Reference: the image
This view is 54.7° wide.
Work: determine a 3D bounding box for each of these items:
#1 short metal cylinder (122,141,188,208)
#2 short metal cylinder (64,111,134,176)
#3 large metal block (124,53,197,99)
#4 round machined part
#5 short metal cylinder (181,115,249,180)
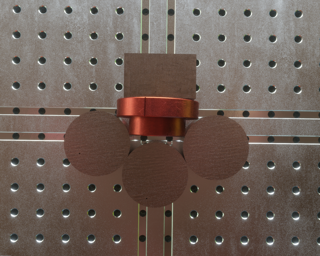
[{"bbox_3d":[-0.006,0.057,0.401,0.081,0.050,0.079,0,90,0],"label":"short metal cylinder"},{"bbox_3d":[-0.076,0.019,0.400,0.081,0.050,0.079,0,90,0],"label":"short metal cylinder"},{"bbox_3d":[0.000,-0.058,0.385,0.081,0.080,0.050,1,90,0],"label":"large metal block"},{"bbox_3d":[-0.003,-0.011,0.375,0.099,0.098,0.042,2,90,0],"label":"round machined part"},{"bbox_3d":[0.068,0.024,0.402,0.081,0.050,0.079,0,90,0],"label":"short metal cylinder"}]
